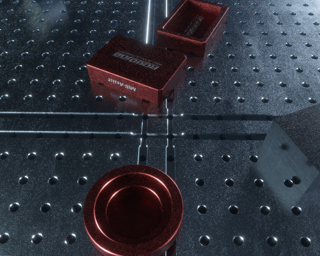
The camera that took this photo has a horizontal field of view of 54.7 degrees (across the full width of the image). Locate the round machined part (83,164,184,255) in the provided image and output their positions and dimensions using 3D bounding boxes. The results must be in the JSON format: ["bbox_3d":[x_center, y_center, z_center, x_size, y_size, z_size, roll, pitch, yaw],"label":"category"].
[{"bbox_3d":[-0.026,0.090,0.321,0.099,0.042,0.098,0,50,0],"label":"round machined part"}]

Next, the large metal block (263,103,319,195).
[{"bbox_3d":[0.188,0.022,0.374,0.081,0.050,0.080,-18,52,-15],"label":"large metal block"}]

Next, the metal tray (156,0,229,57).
[{"bbox_3d":[0.060,-0.187,0.561,0.090,0.030,0.130,20,53,16],"label":"metal tray"}]

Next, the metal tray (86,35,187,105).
[{"bbox_3d":[-0.035,-0.095,0.483,0.130,0.030,0.090,22,53,17],"label":"metal tray"}]
